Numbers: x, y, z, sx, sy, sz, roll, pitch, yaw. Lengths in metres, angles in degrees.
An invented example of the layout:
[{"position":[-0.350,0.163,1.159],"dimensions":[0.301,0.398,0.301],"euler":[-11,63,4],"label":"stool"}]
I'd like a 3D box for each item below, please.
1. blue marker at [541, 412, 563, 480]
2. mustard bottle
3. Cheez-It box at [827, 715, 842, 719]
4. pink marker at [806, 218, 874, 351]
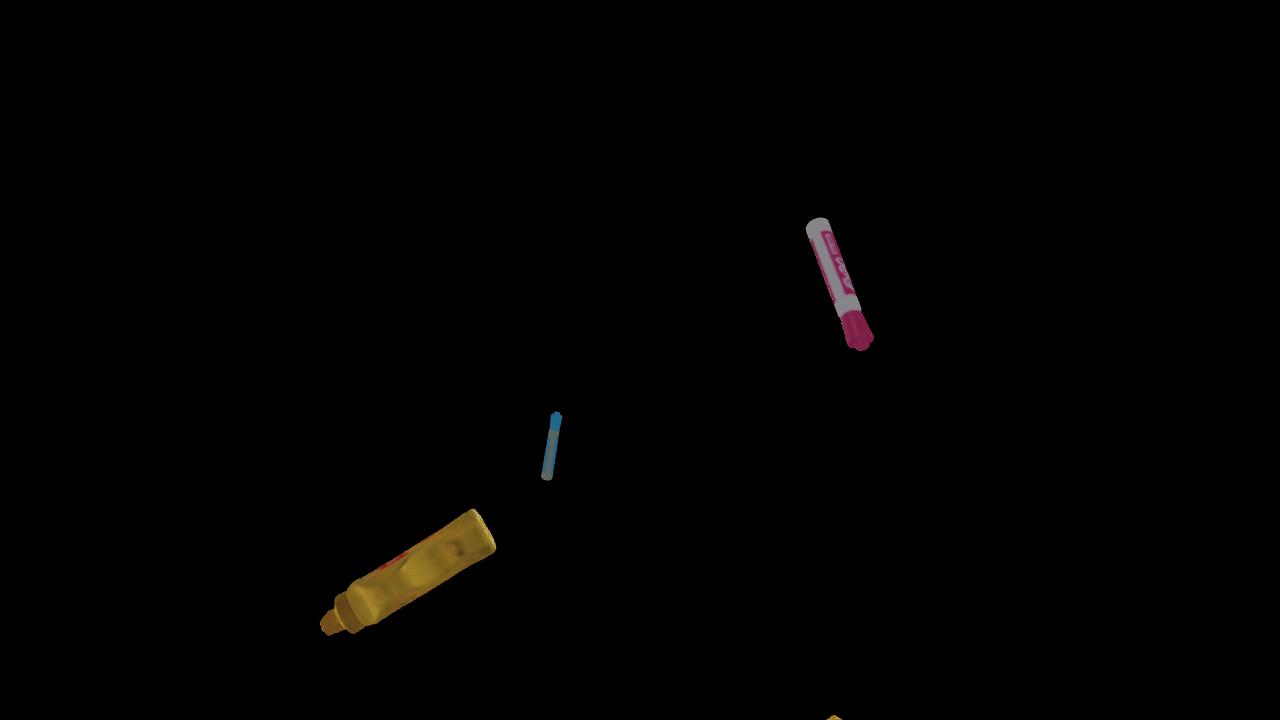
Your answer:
[{"position":[-0.142,0.138,0.991],"dimensions":[0.020,0.121,0.020],"euler":[10,21,-4],"label":"blue marker"},{"position":[-0.244,0.228,0.647],"dimensions":[0.184,0.054,0.092],"euler":[-30,3,-17],"label":"mustard bottle"},{"position":[0.162,0.387,0.483],"dimensions":[0.166,0.071,0.223],"euler":[-26,-8,-18],"label":"Cheez-It box"},{"position":[0.150,-0.059,0.465],"dimensions":[0.020,0.121,0.020],"euler":[-5,-33,-3],"label":"pink marker"}]
